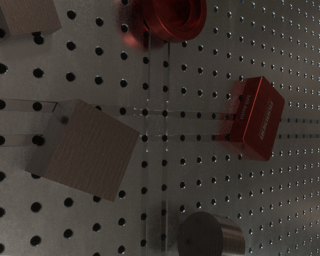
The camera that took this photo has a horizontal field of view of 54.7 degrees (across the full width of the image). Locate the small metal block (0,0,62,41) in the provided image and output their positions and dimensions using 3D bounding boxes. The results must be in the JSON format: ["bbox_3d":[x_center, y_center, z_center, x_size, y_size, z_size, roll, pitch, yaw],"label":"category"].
[{"bbox_3d":[-0.131,-0.116,0.300,0.050,0.025,0.050,-25,106,-37],"label":"small metal block"}]

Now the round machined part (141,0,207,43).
[{"bbox_3d":[0.014,-0.162,0.412,0.099,0.042,0.097,0,90,-40],"label":"round machined part"}]

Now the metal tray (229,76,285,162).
[{"bbox_3d":[0.178,-0.016,0.558,0.090,0.030,0.130,34,69,-35],"label":"metal tray"}]

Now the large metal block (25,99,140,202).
[{"bbox_3d":[-0.079,0.024,0.328,0.080,0.050,0.080,31,70,-36],"label":"large metal block"}]

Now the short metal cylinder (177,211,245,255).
[{"bbox_3d":[0.071,0.163,0.436,0.050,0.080,0.080,26,74,-38],"label":"short metal cylinder"}]
